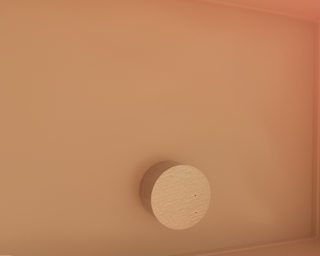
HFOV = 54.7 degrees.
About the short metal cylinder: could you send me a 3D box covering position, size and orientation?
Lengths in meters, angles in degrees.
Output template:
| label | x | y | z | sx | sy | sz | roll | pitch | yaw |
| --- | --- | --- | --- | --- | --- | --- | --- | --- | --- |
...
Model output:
| label | x | y | z | sx | sy | sz | roll | pitch | yaw |
| --- | --- | --- | --- | --- | --- | --- | --- | --- | --- |
| short metal cylinder | 0.018 | 0.085 | 0.405 | 0.081 | 0.050 | 0.079 | 0 | 90 | -21 |
